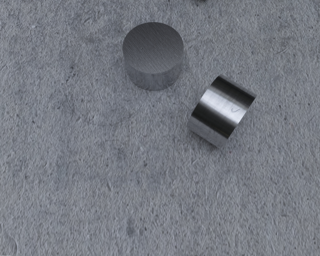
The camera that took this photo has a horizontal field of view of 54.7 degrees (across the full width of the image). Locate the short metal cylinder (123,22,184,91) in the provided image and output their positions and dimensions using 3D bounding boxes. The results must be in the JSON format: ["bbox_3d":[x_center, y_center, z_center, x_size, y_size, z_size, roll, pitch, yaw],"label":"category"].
[{"bbox_3d":[-0.009,-0.098,0.431,0.081,0.050,0.080,0,70,0],"label":"short metal cylinder"}]

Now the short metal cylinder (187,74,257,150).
[{"bbox_3d":[0.077,-0.020,0.387,0.050,0.080,0.080,34,74,11],"label":"short metal cylinder"}]
